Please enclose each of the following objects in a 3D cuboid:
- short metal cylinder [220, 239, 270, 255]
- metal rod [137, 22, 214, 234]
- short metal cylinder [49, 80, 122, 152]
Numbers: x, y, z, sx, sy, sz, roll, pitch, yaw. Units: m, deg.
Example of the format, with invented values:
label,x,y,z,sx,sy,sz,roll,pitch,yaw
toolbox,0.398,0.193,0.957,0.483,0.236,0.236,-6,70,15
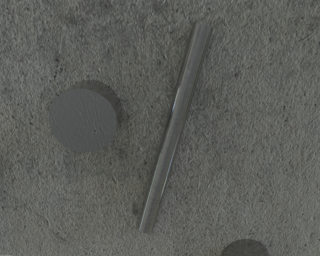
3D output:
label,x,y,z,sx,sy,sz,roll,pitch,yaw
short metal cylinder,0.137,0.221,0.479,0.081,0.050,0.079,0,110,0
metal rod,0.015,0.014,0.415,0.025,0.025,0.298,13,110,-5
short metal cylinder,-0.091,-0.016,0.390,0.081,0.050,0.079,0,110,0
